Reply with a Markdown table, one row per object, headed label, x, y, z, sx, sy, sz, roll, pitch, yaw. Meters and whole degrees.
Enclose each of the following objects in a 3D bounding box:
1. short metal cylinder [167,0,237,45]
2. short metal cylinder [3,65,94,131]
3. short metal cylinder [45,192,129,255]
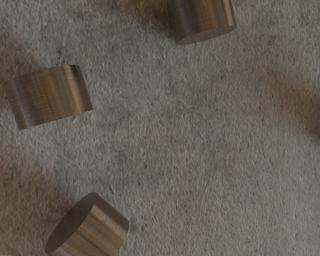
| label | x | y | z | sx | sy | sz | roll | pitch | yaw |
| --- | --- | --- | --- | --- | --- | --- | --- | --- | --- |
| short metal cylinder | 0.054 | -0.144 | 0.401 | 0.081 | 0.080 | 0.050 | -16 | 96 | -20 |
| short metal cylinder | -0.119 | -0.033 | 0.336 | 0.081 | 0.080 | 0.050 | -18 | 97 | -19 |
| short metal cylinder | -0.081 | 0.120 | 0.351 | 0.050 | 0.080 | 0.080 | 45 | 76 | -15 |
